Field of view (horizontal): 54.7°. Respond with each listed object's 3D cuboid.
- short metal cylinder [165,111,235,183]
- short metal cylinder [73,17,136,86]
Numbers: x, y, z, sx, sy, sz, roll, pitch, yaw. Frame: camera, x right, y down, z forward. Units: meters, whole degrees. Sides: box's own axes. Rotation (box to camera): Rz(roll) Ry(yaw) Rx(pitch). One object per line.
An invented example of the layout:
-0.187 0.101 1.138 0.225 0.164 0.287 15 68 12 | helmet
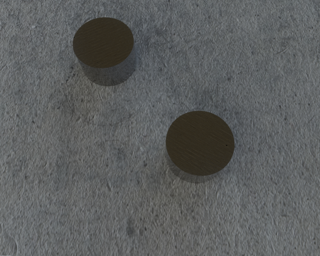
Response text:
0.047 0.025 0.386 0.081 0.050 0.080 0 70 0 | short metal cylinder
-0.075 -0.106 0.433 0.081 0.050 0.080 0 70 0 | short metal cylinder
